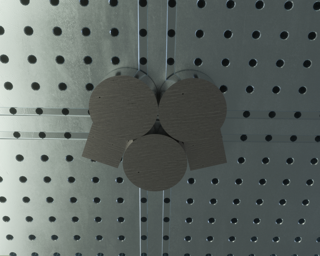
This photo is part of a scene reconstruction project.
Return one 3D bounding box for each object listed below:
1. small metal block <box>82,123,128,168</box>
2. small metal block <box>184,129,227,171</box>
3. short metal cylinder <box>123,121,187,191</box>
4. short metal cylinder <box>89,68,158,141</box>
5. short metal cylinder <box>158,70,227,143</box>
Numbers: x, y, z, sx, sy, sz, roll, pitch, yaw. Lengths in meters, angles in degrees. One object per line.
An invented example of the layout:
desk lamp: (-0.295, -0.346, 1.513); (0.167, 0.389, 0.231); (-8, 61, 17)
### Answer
small metal block: (-0.071, 0.020, 0.416); (0.050, 0.025, 0.050); (20, 109, -7)
small metal block: (0.059, 0.025, 0.420); (0.050, 0.025, 0.050); (-13, 110, 4)
short metal cylinder: (-0.006, 0.036, 0.409); (0.081, 0.050, 0.079); (0, 110, 0)
short metal cylinder: (-0.043, -0.031, 0.384); (0.081, 0.050, 0.079); (0, 110, 0)
short metal cylinder: (0.038, -0.028, 0.386); (0.081, 0.050, 0.079); (0, 110, 0)
